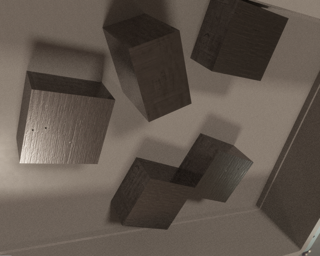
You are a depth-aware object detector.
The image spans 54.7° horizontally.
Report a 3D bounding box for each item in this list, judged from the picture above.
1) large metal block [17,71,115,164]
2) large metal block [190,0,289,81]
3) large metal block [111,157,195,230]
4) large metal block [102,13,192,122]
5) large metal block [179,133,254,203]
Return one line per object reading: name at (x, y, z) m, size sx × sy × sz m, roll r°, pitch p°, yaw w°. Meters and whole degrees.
large metal block at (-0.103, -0.009, 0.332) m, size 0.081 × 0.050 × 0.079 m, roll 5°, pitch 116°, yaw -31°
large metal block at (0.095, -0.109, 0.379) m, size 0.081 × 0.050 × 0.079 m, roll 4°, pitch 116°, yaw -31°
large metal block at (-0.011, 0.096, 0.448) m, size 0.080 × 0.050 × 0.080 m, roll 19°, pitch 108°, yaw -36°
large metal block at (-0.014, -0.066, 0.326) m, size 0.050 × 0.080 × 0.080 m, roll -24°, pitch 128°, yaw -14°
large metal block at (0.083, 0.063, 0.479) m, size 0.080 × 0.050 × 0.080 m, roll 20°, pitch 108°, yaw -36°
